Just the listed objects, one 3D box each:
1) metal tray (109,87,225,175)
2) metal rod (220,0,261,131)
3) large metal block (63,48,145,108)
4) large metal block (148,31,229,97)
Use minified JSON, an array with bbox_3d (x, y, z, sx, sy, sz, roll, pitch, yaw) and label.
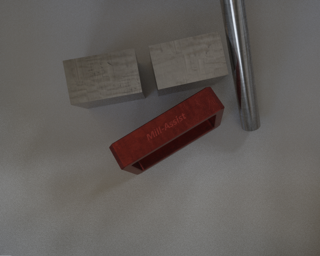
[{"bbox_3d":[0.012,0.008,0.376,0.130,0.090,0.030,-31,75,0],"label":"metal tray"},{"bbox_3d":[0.080,-0.120,0.333,0.025,0.025,0.299,-20,123,0],"label":"metal rod"},{"bbox_3d":[-0.064,-0.057,0.383,0.080,0.080,0.050,-10,90,0],"label":"large metal block"},{"bbox_3d":[0.032,-0.076,0.384,0.080,0.080,0.050,-12,90,0],"label":"large metal block"}]
